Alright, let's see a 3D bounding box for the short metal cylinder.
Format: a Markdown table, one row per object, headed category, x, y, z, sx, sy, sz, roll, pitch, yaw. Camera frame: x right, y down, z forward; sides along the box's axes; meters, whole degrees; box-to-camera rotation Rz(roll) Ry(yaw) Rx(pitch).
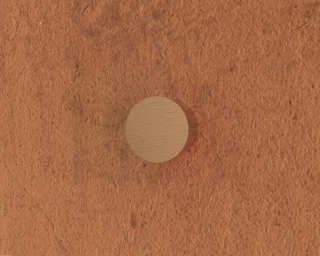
| category | x | y | z | sx | sy | sz | roll | pitch | yaw |
| --- | --- | --- | --- | --- | --- | --- | --- | --- | --- |
| short metal cylinder | 0.004 | 0.002 | 0.395 | 0.080 | 0.050 | 0.079 | 0 | 90 | 19 |
